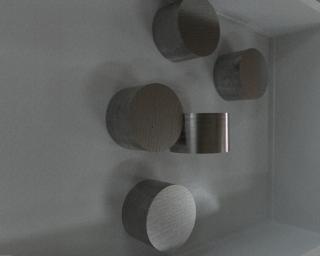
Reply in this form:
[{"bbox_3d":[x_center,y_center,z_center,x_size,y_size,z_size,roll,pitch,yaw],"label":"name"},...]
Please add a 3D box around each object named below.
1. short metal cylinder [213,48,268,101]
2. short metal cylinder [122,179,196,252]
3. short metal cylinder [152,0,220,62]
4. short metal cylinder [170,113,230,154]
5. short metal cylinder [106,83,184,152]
[{"bbox_3d":[0.132,-0.085,0.504,0.081,0.050,0.079,0,90,-40],"label":"short metal cylinder"},{"bbox_3d":[-0.001,0.108,0.392,0.081,0.050,0.079,0,90,-40],"label":"short metal cylinder"},{"bbox_3d":[0.036,-0.133,0.423,0.081,0.050,0.079,0,90,-40],"label":"short metal cylinder"},{"bbox_3d":[0.053,0.006,0.417,0.081,0.080,0.050,-2,92,-40],"label":"short metal cylinder"},{"bbox_3d":[-0.018,-0.012,0.376,0.081,0.050,0.079,0,90,-39],"label":"short metal cylinder"}]
